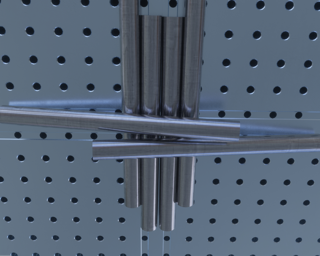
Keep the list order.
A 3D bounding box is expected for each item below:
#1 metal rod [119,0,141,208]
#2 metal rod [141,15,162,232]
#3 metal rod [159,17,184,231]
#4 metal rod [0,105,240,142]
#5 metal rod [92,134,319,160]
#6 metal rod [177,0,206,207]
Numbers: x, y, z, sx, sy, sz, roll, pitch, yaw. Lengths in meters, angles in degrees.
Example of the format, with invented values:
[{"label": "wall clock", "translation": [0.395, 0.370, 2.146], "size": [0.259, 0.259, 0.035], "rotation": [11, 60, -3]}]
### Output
[{"label": "metal rod", "translation": [-0.037, -0.030, 0.401], "size": [0.025, 0.025, 0.298], "rotation": [1, 110, 0]}, {"label": "metal rod", "translation": [-0.013, 0.008, 0.415], "size": [0.025, 0.025, 0.298], "rotation": [1, 110, -1]}, {"label": "metal rod", "translation": [0.013, 0.008, 0.417], "size": [0.025, 0.025, 0.298], "rotation": [1, 110, 0]}, {"label": "metal rod", "translation": [-0.056, -0.007, 0.386], "size": [0.301, 0.025, 0.025], "rotation": [4, 110, 8]}, {"label": "metal rod", "translation": [0.068, 0.024, 0.400], "size": [0.302, 0.025, 0.025], "rotation": [-1, 110, -9]}, {"label": "metal rod", "translation": [0.039, -0.031, 0.401], "size": [0.025, 0.025, 0.298], "rotation": [1, 110, 0]}]
